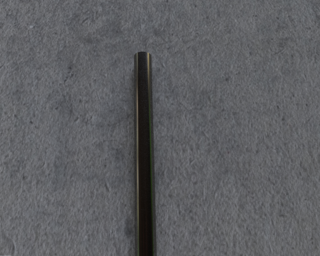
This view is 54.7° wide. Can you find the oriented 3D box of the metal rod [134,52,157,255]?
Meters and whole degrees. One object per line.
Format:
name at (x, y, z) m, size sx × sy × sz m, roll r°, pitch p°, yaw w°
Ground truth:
metal rod at (-0.020, 0.038, 0.394) m, size 0.025 × 0.025 × 0.299 m, roll -2°, pitch 70°, yaw -1°
